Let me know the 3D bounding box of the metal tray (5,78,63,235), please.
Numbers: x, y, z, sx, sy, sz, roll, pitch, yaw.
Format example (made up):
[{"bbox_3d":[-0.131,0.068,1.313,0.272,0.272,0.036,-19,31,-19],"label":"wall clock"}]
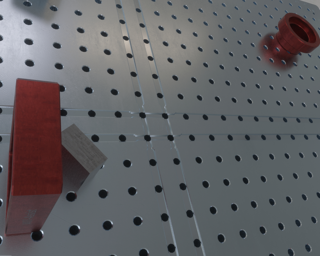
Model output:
[{"bbox_3d":[-0.110,0.031,0.263,0.030,0.129,0.090,3,60,-27],"label":"metal tray"}]

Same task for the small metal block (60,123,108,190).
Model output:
[{"bbox_3d":[-0.088,0.031,0.326,0.050,0.050,0.025,46,51,3],"label":"small metal block"}]

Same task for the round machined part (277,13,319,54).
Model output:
[{"bbox_3d":[0.298,-0.202,0.682,0.099,0.042,0.098,14,56,-21],"label":"round machined part"}]
